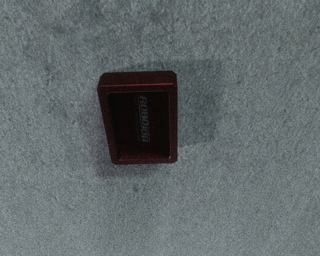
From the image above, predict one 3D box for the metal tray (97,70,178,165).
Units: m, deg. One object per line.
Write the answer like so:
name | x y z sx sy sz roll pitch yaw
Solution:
metal tray | -0.023 -0.008 0.396 0.091 0.030 0.129 -2 130 1
